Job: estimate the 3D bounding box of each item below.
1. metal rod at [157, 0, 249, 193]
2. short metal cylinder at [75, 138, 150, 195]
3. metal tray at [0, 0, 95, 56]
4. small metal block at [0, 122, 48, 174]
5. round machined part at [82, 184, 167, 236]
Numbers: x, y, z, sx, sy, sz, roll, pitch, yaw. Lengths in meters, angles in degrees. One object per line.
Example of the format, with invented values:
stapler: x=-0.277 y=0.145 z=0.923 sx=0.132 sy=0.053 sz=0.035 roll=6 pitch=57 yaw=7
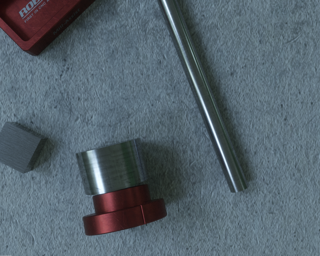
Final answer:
metal rod: x=0.052 y=-0.059 z=0.410 sx=0.025 sy=0.025 sz=0.299 roll=-21 pitch=90 yaw=0
short metal cylinder: x=-0.058 y=0.046 z=0.382 sx=0.080 sy=0.080 sz=0.050 roll=-14 pitch=90 yaw=0
metal tray: x=-0.154 y=-0.171 z=0.405 sx=0.130 sy=0.030 sz=0.090 roll=-44 pitch=90 yaw=0
small metal block: x=-0.186 y=0.025 z=0.408 sx=0.050 sy=0.025 sz=0.050 roll=27 pitch=90 yaw=0
round machined part: x=-0.044 y=0.095 z=0.374 sx=0.099 sy=0.098 sz=0.042 roll=-13 pitch=80 yaw=0
